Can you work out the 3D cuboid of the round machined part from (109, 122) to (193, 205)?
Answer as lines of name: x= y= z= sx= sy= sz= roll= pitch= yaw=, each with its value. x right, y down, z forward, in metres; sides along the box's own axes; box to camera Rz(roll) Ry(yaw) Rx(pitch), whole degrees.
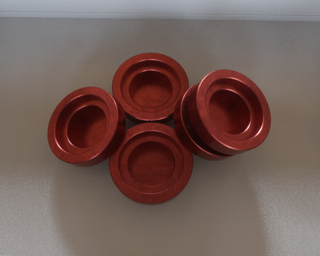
round machined part: x=-0.010 y=0.045 z=0.381 sx=0.099 sy=0.042 sz=0.098 roll=0 pitch=70 yaw=0

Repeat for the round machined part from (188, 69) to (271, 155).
round machined part: x=0.077 y=-0.016 z=0.364 sx=0.099 sy=0.042 sz=0.098 roll=8 pitch=68 yaw=-21

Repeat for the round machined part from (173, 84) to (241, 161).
round machined part: x=0.061 y=-0.006 z=0.390 sx=0.099 sy=0.042 sz=0.098 roll=8 pitch=68 yaw=-21

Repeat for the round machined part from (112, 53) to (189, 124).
round machined part: x=-0.012 y=-0.048 z=0.416 sx=0.099 sy=0.042 sz=0.098 roll=0 pitch=70 yaw=0

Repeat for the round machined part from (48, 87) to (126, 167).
round machined part: x=-0.086 y=0.001 z=0.387 sx=0.098 sy=0.042 sz=0.098 roll=-7 pitch=68 yaw=19
